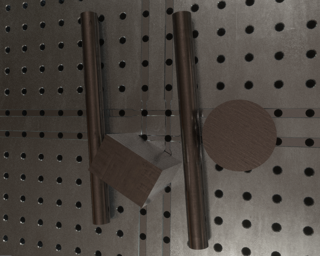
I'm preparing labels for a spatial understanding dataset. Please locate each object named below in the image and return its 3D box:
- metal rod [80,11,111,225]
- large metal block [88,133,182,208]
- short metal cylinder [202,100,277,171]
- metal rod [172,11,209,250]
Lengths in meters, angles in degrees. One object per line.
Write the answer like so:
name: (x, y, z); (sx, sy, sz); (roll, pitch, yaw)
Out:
metal rod: (-0.092, -0.015, 0.443); (0.025, 0.025, 0.298); (-4, 89, 19)
large metal block: (-0.028, 0.048, 0.392); (0.080, 0.080, 0.050); (31, 100, 17)
short metal cylinder: (0.095, 0.008, 0.366); (0.080, 0.050, 0.079); (0, 90, 19)
metal rod: (0.039, 0.002, 0.398); (0.025, 0.025, 0.298); (-5, 89, 19)
